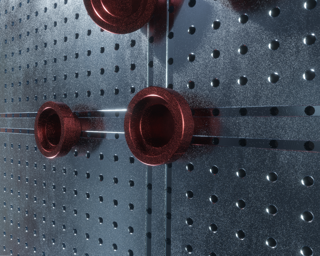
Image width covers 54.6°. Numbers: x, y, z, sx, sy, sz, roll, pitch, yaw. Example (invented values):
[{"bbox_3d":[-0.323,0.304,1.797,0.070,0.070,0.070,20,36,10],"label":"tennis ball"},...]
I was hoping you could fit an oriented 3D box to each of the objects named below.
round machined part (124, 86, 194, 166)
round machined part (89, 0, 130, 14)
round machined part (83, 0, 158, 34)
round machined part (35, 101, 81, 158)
[{"bbox_3d":[0.003,-0.003,0.397,0.098,0.042,0.097,0,90,40],"label":"round machined part"},{"bbox_3d":[-0.082,-0.228,0.468,0.098,0.042,0.097,0,90,40],"label":"round machined part"},{"bbox_3d":[-0.051,-0.180,0.421,0.098,0.042,0.097,3,114,7],"label":"round machined part"},{"bbox_3d":[-0.177,0.003,0.546,0.098,0.042,0.097,0,90,40],"label":"round machined part"}]
